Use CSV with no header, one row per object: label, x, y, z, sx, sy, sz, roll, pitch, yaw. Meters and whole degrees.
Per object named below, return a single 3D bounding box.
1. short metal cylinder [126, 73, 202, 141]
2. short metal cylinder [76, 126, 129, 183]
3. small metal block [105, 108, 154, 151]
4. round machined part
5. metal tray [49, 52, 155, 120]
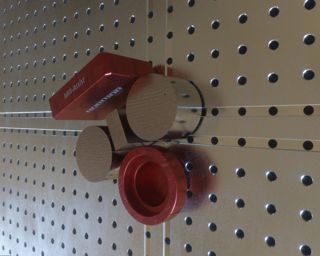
short metal cylinder,0.004,-0.025,0.385,0.080,0.050,0.079,0,90,40
short metal cylinder,-0.078,0.036,0.452,0.080,0.050,0.079,0,90,40
small metal block,-0.041,0.002,0.421,0.025,0.050,0.050,-32,71,36
round machined part,-0.005,0.071,0.397,0.098,0.042,0.097,0,90,40
metal tray,-0.080,-0.051,0.427,0.130,0.091,0.030,-30,72,36
